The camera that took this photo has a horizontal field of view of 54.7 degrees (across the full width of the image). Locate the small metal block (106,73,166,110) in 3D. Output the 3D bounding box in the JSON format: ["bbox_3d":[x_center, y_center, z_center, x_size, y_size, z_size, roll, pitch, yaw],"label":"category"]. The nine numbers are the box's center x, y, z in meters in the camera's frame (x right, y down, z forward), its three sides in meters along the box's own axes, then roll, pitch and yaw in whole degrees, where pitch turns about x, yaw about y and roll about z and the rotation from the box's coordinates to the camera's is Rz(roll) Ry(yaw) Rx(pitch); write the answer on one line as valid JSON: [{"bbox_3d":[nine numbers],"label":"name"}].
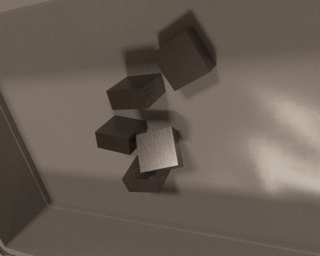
[{"bbox_3d":[-0.028,-0.045,0.378,0.050,0.050,0.025,0,118,28],"label":"small metal block"}]

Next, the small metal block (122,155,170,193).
[{"bbox_3d":[-0.017,0.064,0.438,0.050,0.050,0.025,-5,124,30],"label":"small metal block"}]

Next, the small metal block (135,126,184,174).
[{"bbox_3d":[-0.001,0.030,0.402,0.050,0.025,0.050,-14,73,17],"label":"small metal block"}]

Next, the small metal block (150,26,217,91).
[{"bbox_3d":[0.026,-0.077,0.346,0.050,0.025,0.050,-26,105,36],"label":"small metal block"}]

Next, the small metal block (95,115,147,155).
[{"bbox_3d":[-0.052,0.008,0.423,0.050,0.050,0.025,11,123,22],"label":"small metal block"}]
